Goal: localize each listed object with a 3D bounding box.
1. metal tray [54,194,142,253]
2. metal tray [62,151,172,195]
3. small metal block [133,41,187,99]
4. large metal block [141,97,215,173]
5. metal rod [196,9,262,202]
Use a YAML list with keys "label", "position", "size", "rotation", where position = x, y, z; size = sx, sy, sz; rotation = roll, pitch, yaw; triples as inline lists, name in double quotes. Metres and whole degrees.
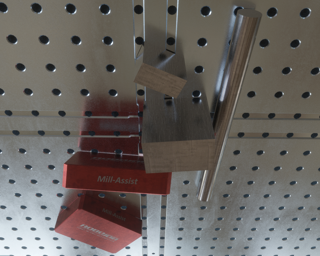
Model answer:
- label: "metal tray"
  position: [-0.108, 0.176, 0.557]
  size: [0.130, 0.030, 0.090]
  rotation: [32, 123, -25]
- label: "metal tray"
  position: [-0.054, 0.058, 0.417]
  size: [0.131, 0.090, 0.030]
  rotation: [5, 95, -5]
- label: "small metal block"
  position: [0.000, -0.065, 0.340]
  size: [0.050, 0.050, 0.025]
  rotation: [19, 127, -16]
- label: "large metal block"
  position: [0.021, 0.007, 0.382]
  size: [0.080, 0.080, 0.050]
  rotation: [-3, 130, 2]
- label: "metal rod"
  position: [0.081, -0.003, 0.410]
  size: [0.025, 0.025, 0.298]
  rotation: [3, 130, -3]
